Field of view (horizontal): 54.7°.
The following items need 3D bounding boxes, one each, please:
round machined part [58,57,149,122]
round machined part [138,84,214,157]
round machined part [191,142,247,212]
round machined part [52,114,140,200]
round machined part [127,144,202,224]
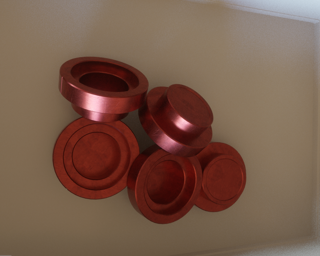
[{"bbox_3d":[-0.066,-0.042,0.357,0.099,0.098,0.042,3,125,-20],"label":"round machined part"},{"bbox_3d":[0.026,-0.016,0.381,0.099,0.042,0.098,24,40,-22],"label":"round machined part"},{"bbox_3d":[0.079,0.068,0.430,0.099,0.042,0.097,0,90,-21],"label":"round machined part"},{"bbox_3d":[-0.077,0.033,0.371,0.099,0.042,0.097,0,90,-21],"label":"round machined part"},{"bbox_3d":[0.002,0.066,0.389,0.099,0.042,0.097,-5,99,-33],"label":"round machined part"}]
